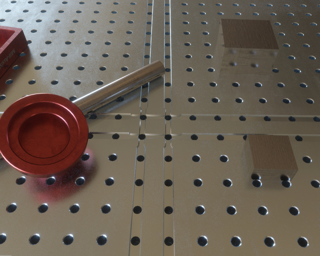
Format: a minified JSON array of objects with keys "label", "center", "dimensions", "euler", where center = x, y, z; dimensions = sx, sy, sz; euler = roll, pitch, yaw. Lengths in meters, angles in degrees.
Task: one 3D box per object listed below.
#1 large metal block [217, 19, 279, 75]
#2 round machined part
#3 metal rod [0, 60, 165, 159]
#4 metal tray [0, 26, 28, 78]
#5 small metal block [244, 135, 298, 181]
[{"label":"large metal block","center":[0.139,-0.133,0.505],"dimensions":[0.081,0.050,0.080],"euler":[3,50,2]},{"label":"round machined part","center":[-0.137,0.011,0.370],"dimensions":[0.099,0.042,0.098],"euler":[6,70,-15]},{"label":"metal rod","center":[-0.118,-0.024,0.426],"dimensions":[0.302,0.025,0.025],"euler":[-31,57,-24]},{"label":"metal tray","center":[-0.288,-0.118,0.499],"dimensions":[0.090,0.030,0.130],"euler":[10,51,7]},{"label":"small metal block","center":[0.134,0.036,0.379],"dimensions":[0.050,0.025,0.050],"euler":[2,50,1]}]
